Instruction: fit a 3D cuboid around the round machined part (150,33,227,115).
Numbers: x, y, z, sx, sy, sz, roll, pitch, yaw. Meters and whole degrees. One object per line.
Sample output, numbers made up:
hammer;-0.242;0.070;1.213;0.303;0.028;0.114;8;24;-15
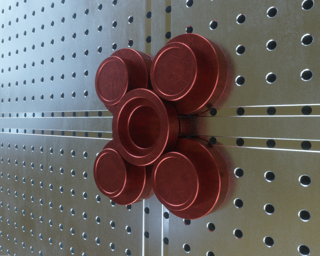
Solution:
round machined part;0.027;-0.065;0.374;0.098;0.042;0.097;0;90;39

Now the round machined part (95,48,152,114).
round machined part;-0.055;-0.065;0.440;0.098;0.042;0.097;0;90;39

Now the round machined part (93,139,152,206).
round machined part;-0.058;0.062;0.444;0.098;0.042;0.097;0;90;39

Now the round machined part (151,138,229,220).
round machined part;0.028;0.061;0.372;0.098;0.042;0.097;0;90;39

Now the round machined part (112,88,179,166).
round machined part;-0.014;-0.001;0.406;0.098;0.042;0.097;0;90;39
